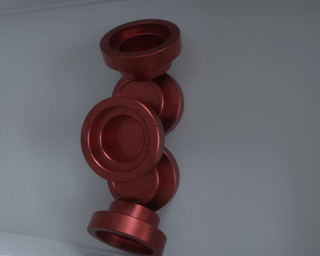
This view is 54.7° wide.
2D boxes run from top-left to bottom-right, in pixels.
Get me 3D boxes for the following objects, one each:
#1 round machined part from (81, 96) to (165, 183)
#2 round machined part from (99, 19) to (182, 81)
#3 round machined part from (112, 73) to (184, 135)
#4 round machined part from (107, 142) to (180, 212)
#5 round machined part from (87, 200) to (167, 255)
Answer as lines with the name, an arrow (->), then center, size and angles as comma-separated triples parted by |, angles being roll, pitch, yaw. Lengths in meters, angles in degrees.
round machined part -> -0.040, 0.013, 0.367 | 0.098, 0.042, 0.097 | 0, 90, 19
round machined part -> -0.022, -0.095, 0.387 | 0.098, 0.098, 0.042 | 8, 135, 19
round machined part -> -0.021, -0.033, 0.406 | 0.098, 0.042, 0.097 | 0, 90, 19
round machined part -> -0.027, 0.065, 0.408 | 0.098, 0.042, 0.097 | 0, 90, 19
round machined part -> -0.038, 0.126, 0.393 | 0.098, 0.098, 0.042 | 7, 55, 19
